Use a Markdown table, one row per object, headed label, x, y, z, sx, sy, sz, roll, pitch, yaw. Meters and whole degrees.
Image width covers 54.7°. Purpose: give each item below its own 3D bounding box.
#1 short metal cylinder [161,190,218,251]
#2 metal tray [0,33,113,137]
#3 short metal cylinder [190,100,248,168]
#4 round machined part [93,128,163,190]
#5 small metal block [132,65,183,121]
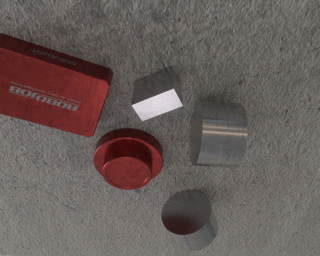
| label | x | y | z | sx | sy | sz | roll | pitch | yaw |
| --- | --- | --- | --- | --- | --- | --- | --- | --- | --- |
| short metal cylinder | 0.048 | 0.147 | 0.497 | 0.080 | 0.080 | 0.050 | -14 | 129 | 11 |
| metal tray | -0.131 | -0.045 | 0.364 | 0.131 | 0.030 | 0.089 | 16 | 128 | -14 |
| short metal cylinder | 0.068 | 0.007 | 0.378 | 0.050 | 0.080 | 0.079 | 4 | 130 | -4 |
| round machined part | -0.045 | 0.051 | 0.439 | 0.099 | 0.042 | 0.097 | 0 | 130 | 0 |
| small metal block | -0.003 | -0.040 | 0.356 | 0.050 | 0.050 | 0.025 | -20 | 127 | 16 |
